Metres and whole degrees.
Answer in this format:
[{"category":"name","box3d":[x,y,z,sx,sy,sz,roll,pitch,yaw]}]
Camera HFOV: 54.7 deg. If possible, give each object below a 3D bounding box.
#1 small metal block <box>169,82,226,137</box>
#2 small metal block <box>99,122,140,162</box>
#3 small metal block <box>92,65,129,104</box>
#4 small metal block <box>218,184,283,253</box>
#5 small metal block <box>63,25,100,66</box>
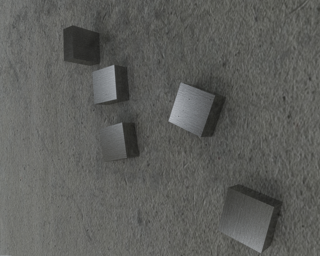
[{"category":"small metal block","box3d":[0.044,-0.022,0.369,0.050,0.025,0.050,28,107,36]},{"category":"small metal block","box3d":[-0.060,0.021,0.455,0.050,0.025,0.050,-14,81,39]},{"category":"small metal block","box3d":[-0.075,-0.063,0.467,0.050,0.025,0.050,-7,85,39]},{"category":"small metal block","box3d":[0.094,0.094,0.327,0.050,0.025,0.050,19,102,38]},{"category":"small metal block","box3d":[-0.124,-0.129,0.491,0.025,0.050,0.050,-3,88,40]}]
